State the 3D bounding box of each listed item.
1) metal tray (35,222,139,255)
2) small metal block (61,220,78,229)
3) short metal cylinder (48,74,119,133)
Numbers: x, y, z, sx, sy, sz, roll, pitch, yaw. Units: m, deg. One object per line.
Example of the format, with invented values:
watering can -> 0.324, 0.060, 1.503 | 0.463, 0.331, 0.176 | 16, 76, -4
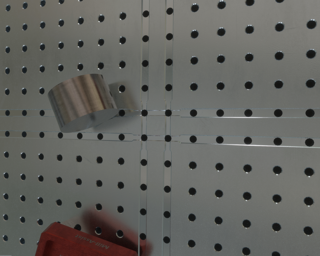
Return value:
metal tray -> -0.106, 0.195, 0.425 | 0.131, 0.030, 0.089 | 19, 100, 3
small metal block -> -0.139, 0.175, 0.460 | 0.050, 0.025, 0.050 | 37, 102, 16
short metal cylinder -> -0.103, -0.032, 0.418 | 0.080, 0.080, 0.050 | -25, 82, 18
